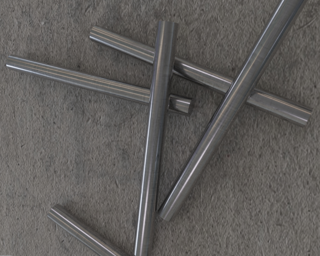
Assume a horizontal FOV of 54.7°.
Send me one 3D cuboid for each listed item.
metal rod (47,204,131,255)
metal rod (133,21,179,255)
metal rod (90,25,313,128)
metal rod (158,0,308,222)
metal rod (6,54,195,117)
[{"bbox_3d":[-0.034,0.194,0.420,0.301,0.025,0.025,29,100,17],"label":"metal rod"},{"bbox_3d":[-0.007,0.022,0.391,0.025,0.025,0.298,10,101,19],"label":"metal rod"},{"bbox_3d":[0.038,-0.073,0.395,0.301,0.025,0.025,25,99,18],"label":"metal rod"},{"bbox_3d":[0.074,-0.012,0.360,0.025,0.025,0.298,33,109,17],"label":"metal rod"},{"bbox_3d":[-0.097,-0.065,0.443,0.301,0.025,0.025,16,95,19],"label":"metal rod"}]
